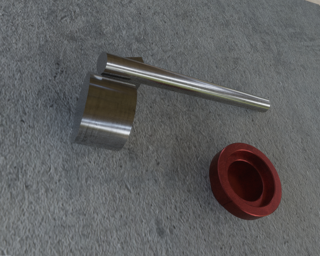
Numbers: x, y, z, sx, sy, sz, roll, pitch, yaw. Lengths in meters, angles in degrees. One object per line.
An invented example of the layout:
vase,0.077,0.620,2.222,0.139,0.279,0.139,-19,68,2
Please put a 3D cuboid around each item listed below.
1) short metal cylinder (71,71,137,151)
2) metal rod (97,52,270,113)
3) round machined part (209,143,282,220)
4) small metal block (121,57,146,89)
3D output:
short metal cylinder,-0.064,-0.018,0.345,0.050,0.080,0.080,13,56,-21
metal rod,0.055,-0.055,0.430,0.302,0.025,0.025,8,58,-37
round machined part,0.106,0.072,0.406,0.099,0.042,0.098,14,56,-21
small metal block,-0.051,-0.066,0.400,0.050,0.050,0.025,-9,67,-32
